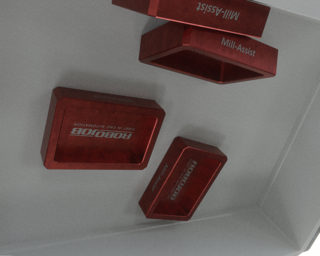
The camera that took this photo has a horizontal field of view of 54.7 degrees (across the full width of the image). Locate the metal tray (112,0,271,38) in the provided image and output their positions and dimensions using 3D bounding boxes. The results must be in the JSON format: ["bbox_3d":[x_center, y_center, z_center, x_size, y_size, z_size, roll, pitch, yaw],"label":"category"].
[{"bbox_3d":[0.030,-0.120,0.305,0.131,0.090,0.030,-1,115,-31],"label":"metal tray"}]

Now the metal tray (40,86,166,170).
[{"bbox_3d":[-0.067,0.005,0.373,0.131,0.030,0.089,5,116,-31],"label":"metal tray"}]

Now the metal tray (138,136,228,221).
[{"bbox_3d":[0.035,0.082,0.477,0.091,0.030,0.129,16,110,-35],"label":"metal tray"}]

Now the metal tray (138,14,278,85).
[{"bbox_3d":[0.054,-0.080,0.345,0.131,0.090,0.030,9,86,-33],"label":"metal tray"}]
